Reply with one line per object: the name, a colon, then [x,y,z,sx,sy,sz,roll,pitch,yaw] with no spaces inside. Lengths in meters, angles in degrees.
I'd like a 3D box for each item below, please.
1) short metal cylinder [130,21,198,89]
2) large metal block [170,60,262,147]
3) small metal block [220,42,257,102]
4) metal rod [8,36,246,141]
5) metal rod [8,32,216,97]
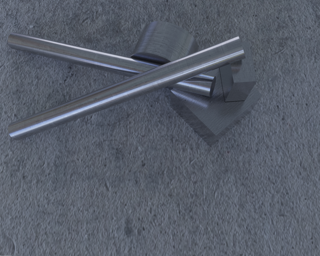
short metal cylinder: [0.005,-0.096,0.417,0.080,0.080,0.050,20,71,6]
large metal block: [0.070,-0.035,0.408,0.080,0.050,0.080,-40,75,-12]
small metal block: [0.090,-0.065,0.365,0.025,0.050,0.050,-4,70,-1]
metal rod: [-0.051,-0.041,0.367,0.301,0.025,0.025,-18,70,15]
metal rod: [-0.076,-0.089,0.410,0.301,0.025,0.025,16,70,17]
